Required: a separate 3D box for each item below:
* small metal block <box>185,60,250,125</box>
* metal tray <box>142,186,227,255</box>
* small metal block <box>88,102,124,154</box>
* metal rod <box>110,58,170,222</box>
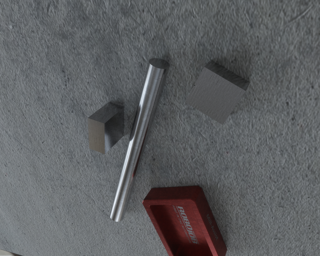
[{"bbox_3d":[0.064,-0.040,0.348,0.050,0.025,0.050,32,128,7],"label":"small metal block"},{"bbox_3d":[0.039,0.151,0.475,0.090,0.030,0.129,-10,113,32],"label":"metal tray"},{"bbox_3d":[-0.073,-0.001,0.427,0.025,0.050,0.050,18,126,17],"label":"small metal block"},{"bbox_3d":[-0.038,0.038,0.448,0.025,0.025,0.298,26,128,11],"label":"metal rod"}]
